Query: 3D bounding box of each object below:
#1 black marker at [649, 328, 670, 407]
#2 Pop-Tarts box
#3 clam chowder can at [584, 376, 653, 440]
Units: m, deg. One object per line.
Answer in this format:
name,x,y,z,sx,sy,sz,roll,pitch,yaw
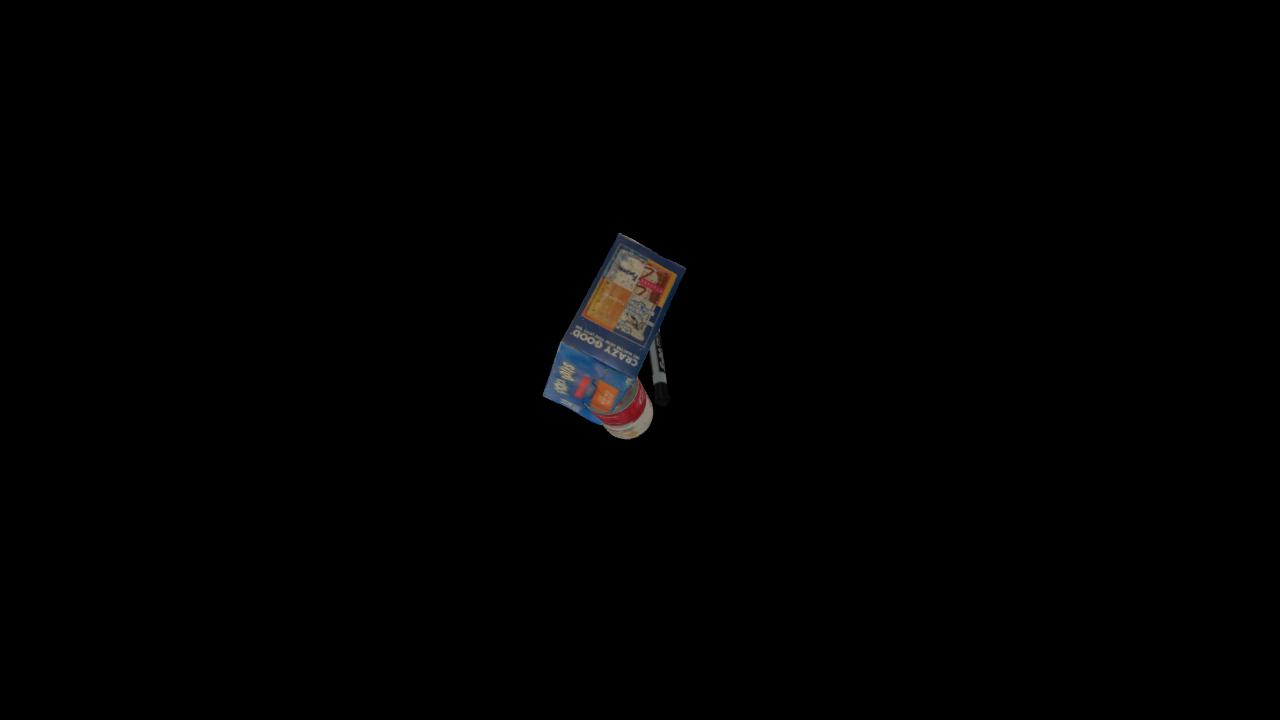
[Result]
black marker,0.022,0.004,0.765,0.020,0.121,0.020,-5,-34,-3
Pop-Tarts box,-0.032,-0.026,0.671,0.083,0.141,0.167,27,-26,-3
clam chowder can,-0.025,0.049,0.724,0.068,0.068,0.102,0,-24,12
